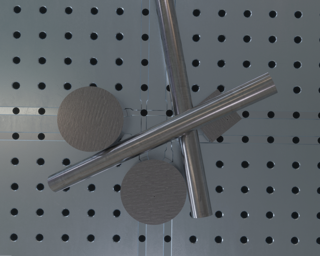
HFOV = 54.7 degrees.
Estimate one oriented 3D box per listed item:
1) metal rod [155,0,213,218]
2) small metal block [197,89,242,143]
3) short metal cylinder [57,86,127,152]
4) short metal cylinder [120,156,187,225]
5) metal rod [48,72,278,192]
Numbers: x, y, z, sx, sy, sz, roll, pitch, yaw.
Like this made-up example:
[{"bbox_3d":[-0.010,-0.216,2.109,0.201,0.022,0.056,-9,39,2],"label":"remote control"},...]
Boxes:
[{"bbox_3d":[0.027,-0.040,0.393,0.025,0.025,0.298,-9,82,0],"label":"metal rod"},{"bbox_3d":[0.071,-0.016,0.414,0.050,0.025,0.050,-39,90,0],"label":"small metal block"},{"bbox_3d":[-0.084,-0.011,0.400,0.081,0.050,0.079,0,90,0],"label":"short metal cylinder"},{"bbox_3d":[-0.008,0.078,0.401,0.081,0.050,0.079,0,90,0],"label":"short metal cylinder"},{"bbox_3d":[-0.010,0.013,0.373,0.300,0.025,0.025,-25,90,16],"label":"metal rod"}]
